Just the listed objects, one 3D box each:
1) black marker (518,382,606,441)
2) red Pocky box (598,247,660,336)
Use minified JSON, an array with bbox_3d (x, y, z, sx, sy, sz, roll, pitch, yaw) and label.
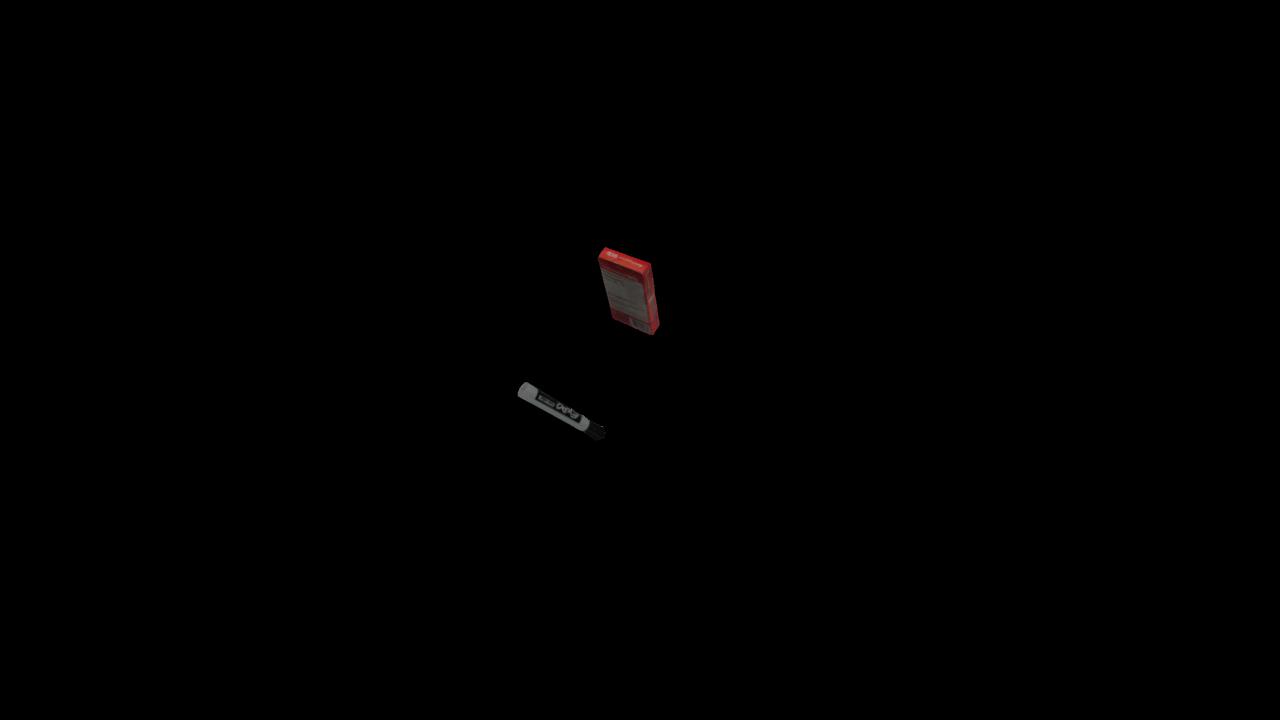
[{"bbox_3d":[-0.088,0.062,0.713,0.121,0.020,0.020,35,-19,-30],"label":"black marker"},{"bbox_3d":[-0.015,-0.105,0.964,0.083,0.028,0.155,25,-27,22],"label":"red Pocky box"}]
